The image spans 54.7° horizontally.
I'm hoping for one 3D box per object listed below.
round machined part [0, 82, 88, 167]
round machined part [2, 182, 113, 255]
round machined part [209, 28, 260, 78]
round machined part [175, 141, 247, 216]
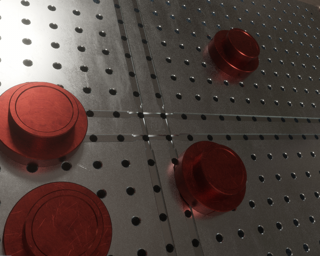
[{"bbox_3d":[-0.127,-0.011,0.336,0.099,0.042,0.098,14,56,-21],"label":"round machined part"},{"bbox_3d":[-0.092,0.096,0.290,0.099,0.042,0.098,14,56,-21],"label":"round machined part"},{"bbox_3d":[0.141,-0.142,0.562,0.099,0.042,0.098,14,56,-21],"label":"round machined part"},{"bbox_3d":[0.072,0.060,0.402,0.099,0.042,0.098,14,56,-21],"label":"round machined part"}]
